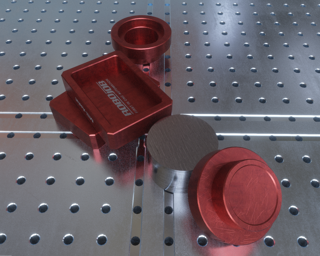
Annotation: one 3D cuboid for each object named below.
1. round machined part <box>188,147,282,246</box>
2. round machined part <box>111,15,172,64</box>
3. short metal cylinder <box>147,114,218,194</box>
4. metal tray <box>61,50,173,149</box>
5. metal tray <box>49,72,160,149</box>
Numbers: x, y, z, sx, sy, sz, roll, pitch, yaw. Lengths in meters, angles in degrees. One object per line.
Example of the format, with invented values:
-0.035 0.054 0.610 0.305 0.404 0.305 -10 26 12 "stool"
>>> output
0.081 0.067 0.311 0.099 0.042 0.098 5 77 -22 "round machined part"
-0.031 -0.144 0.517 0.099 0.042 0.098 0 50 0 "round machined part"
0.025 0.030 0.367 0.081 0.050 0.080 0 50 0 "short metal cylinder"
-0.057 -0.042 0.399 0.091 0.030 0.130 -29 56 -23 "metal tray"
-0.074 -0.039 0.436 0.090 0.030 0.131 34 57 24 "metal tray"
